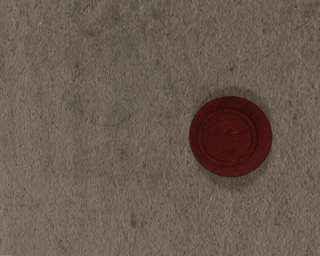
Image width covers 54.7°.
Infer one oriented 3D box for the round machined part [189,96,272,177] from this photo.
[{"bbox_3d":[0.082,0.010,0.371,0.098,0.042,0.097,0,90,19],"label":"round machined part"}]
